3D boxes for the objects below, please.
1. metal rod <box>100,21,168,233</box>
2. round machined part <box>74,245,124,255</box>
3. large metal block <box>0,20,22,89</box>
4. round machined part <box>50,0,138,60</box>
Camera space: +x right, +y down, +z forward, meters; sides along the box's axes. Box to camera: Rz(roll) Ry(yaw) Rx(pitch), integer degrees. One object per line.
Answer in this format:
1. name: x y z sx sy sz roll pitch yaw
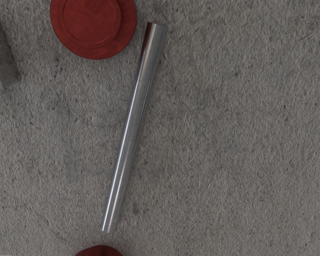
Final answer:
1. metal rod: -0.040 0.013 0.414 0.025 0.025 0.298 13 110 -5
2. round machined part: -0.093 0.223 0.482 0.099 0.042 0.097 0 110 0
3. large metal block: -0.225 -0.082 0.364 0.080 0.050 0.079 -11 110 4
4. round machined part: -0.076 -0.127 0.353 0.099 0.042 0.097 0 110 0
